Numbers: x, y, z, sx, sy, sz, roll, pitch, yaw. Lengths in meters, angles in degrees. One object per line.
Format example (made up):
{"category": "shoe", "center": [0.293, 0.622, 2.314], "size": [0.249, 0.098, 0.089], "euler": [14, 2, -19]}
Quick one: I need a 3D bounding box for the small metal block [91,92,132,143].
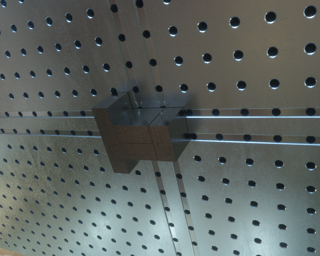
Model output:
{"category": "small metal block", "center": [-0.060, -0.015, 0.415], "size": [0.025, 0.050, 0.050], "euler": [0, 118, 28]}

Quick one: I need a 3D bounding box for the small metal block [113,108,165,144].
{"category": "small metal block", "center": [-0.023, -0.004, 0.403], "size": [0.050, 0.050, 0.025], "euler": [0, 118, 28]}

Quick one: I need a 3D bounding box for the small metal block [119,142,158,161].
{"category": "small metal block", "center": [-0.018, 0.018, 0.413], "size": [0.050, 0.050, 0.025], "euler": [0, 118, 28]}

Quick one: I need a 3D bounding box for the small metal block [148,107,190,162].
{"category": "small metal block", "center": [0.013, 0.007, 0.390], "size": [0.025, 0.050, 0.050], "euler": [0, 118, 28]}

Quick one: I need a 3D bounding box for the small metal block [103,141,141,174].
{"category": "small metal block", "center": [-0.048, 0.029, 0.436], "size": [0.025, 0.050, 0.050], "euler": [0, 118, 28]}
